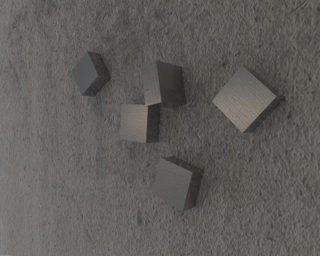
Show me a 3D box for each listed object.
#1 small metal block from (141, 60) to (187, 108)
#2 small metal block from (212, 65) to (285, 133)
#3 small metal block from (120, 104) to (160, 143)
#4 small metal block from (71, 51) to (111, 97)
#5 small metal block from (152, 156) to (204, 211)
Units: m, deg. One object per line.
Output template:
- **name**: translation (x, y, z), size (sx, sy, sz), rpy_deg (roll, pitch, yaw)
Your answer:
- **small metal block**: translation (0.005, -0.052, 0.384), size (0.025, 0.050, 0.050), rpy_deg (-12, 82, 39)
- **small metal block**: translation (0.093, -0.030, 0.328), size (0.050, 0.025, 0.050), rpy_deg (52, 120, 27)
- **small metal block**: translation (-0.028, -0.007, 0.428), size (0.050, 0.025, 0.050), rpy_deg (6, 94, 40)
- **small metal block**: translation (-0.111, -0.086, 0.497), size (0.050, 0.025, 0.050), rpy_deg (-40, 66, 32)
- **small metal block**: translation (0.022, 0.068, 0.387), size (0.050, 0.025, 0.050), rpy_deg (21, 103, 38)
